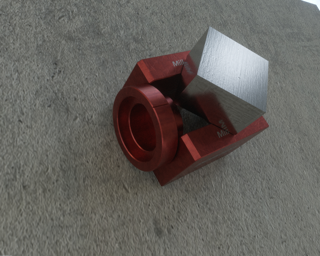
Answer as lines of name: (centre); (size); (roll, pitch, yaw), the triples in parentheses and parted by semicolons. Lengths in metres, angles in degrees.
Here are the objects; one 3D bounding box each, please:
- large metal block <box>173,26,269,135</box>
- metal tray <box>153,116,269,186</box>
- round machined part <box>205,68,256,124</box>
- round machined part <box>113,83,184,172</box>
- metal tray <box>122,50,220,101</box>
large metal block: (0.069, -0.052, 0.341); (0.080, 0.050, 0.080); (26, 52, -12)
metal tray: (0.062, 0.022, 0.383); (0.131, 0.090, 0.030); (-19, 72, -36)
round machined part: (0.091, -0.038, 0.432); (0.042, 0.097, 0.098); (-17, 71, -35)
round machined part: (-0.011, -0.003, 0.355); (0.042, 0.097, 0.098); (-17, 71, -35)
metal tray: (0.014, -0.060, 0.411); (0.131, 0.090, 0.030); (-20, 73, -36)
